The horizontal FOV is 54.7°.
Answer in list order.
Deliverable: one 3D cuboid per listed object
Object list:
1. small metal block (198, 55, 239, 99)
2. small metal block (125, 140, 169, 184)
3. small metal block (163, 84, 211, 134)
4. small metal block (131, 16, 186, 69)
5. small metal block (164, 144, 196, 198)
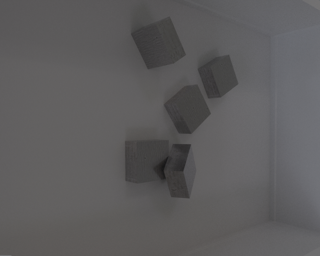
[{"bbox_3d":[0.091,-0.080,0.483,0.050,0.025,0.050,-36,112,-34],"label":"small metal block"},{"bbox_3d":[-0.016,0.041,0.393,0.050,0.025,0.050,-1,91,-40],"label":"small metal block"},{"bbox_3d":[0.040,-0.027,0.440,0.050,0.025,0.050,-43,116,-31],"label":"small metal block"},{"bbox_3d":[-0.002,-0.105,0.388,0.025,0.050,0.050,-41,115,-32],"label":"small metal block"},{"bbox_3d":[0.028,0.056,0.409,0.050,0.025,0.050,-67,150,-48],"label":"small metal block"}]
